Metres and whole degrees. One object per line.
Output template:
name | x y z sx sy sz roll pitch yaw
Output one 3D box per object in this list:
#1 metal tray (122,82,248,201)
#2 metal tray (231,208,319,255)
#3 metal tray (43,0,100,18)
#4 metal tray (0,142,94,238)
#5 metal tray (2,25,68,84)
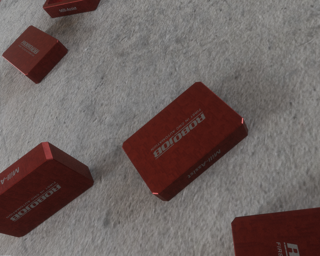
metal tray | 0.028 0.014 0.377 0.130 0.030 0.090 -40 51 0
metal tray | 0.114 0.137 0.256 0.090 0.030 0.130 -13 56 20
metal tray | -0.183 -0.289 0.670 0.130 0.030 0.090 3 63 29
metal tray | -0.163 0.082 0.394 0.130 0.090 0.030 -36 52 3
metal tray | -0.254 -0.151 0.623 0.130 0.030 0.090 33 80 38
